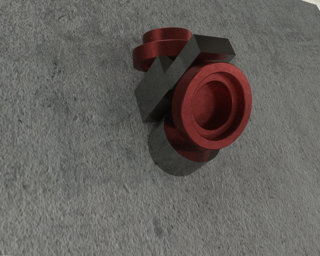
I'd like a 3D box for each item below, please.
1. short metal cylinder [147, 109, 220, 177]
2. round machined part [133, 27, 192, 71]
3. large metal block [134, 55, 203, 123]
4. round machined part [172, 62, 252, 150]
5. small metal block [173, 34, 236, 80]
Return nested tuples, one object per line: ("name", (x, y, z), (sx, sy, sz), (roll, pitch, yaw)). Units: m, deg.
("short metal cylinder", (0.030, 0.017, 0.398), (0.081, 0.050, 0.080), (14, 56, -21))
("round machined part", (0.011, -0.107, 0.426), (0.099, 0.098, 0.042), (-2, 88, -30))
("large metal block", (0.022, -0.049, 0.412), (0.081, 0.080, 0.050), (-2, 63, -30))
("round machined part", (0.055, -0.027, 0.357), (0.099, 0.042, 0.097), (-7, 103, -28))
("small metal block", (0.051, -0.081, 0.364), (0.050, 0.050, 0.025), (-3, 63, -30))
